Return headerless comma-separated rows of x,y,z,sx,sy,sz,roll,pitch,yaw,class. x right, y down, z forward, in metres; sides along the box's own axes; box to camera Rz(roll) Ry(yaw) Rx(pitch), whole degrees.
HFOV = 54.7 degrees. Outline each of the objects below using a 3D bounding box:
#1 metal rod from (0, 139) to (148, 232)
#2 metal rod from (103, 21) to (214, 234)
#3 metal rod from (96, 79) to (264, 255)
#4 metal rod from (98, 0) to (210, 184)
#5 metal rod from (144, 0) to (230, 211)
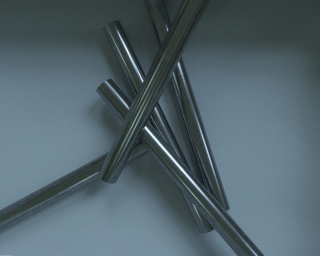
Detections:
-0.151,0.090,0.409,0.301,0.025,0.025,-28,90,-1,metal rod
0.000,-0.001,0.411,0.025,0.025,0.299,-26,90,0,metal rod
0.027,0.059,0.385,0.025,0.025,0.300,-41,86,0,metal rod
0.001,-0.062,0.340,0.025,0.025,0.298,28,109,-1,metal rod
0.036,-0.033,0.411,0.025,0.025,0.298,-18,90,0,metal rod
